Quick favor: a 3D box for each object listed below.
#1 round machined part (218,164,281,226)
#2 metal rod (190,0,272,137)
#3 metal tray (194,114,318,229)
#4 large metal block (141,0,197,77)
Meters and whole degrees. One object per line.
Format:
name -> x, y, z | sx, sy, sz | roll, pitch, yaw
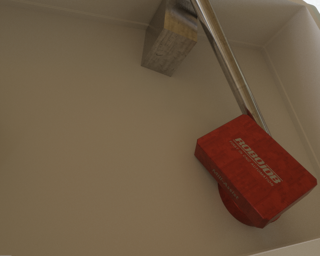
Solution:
round machined part -> 0.132, 0.079, 0.420 | 0.099, 0.042, 0.098 | 14, 56, -21
metal rod -> 0.112, -0.070, 0.452 | 0.025, 0.025, 0.299 | -31, 97, -38
metal tray -> 0.118, 0.049, 0.398 | 0.091, 0.030, 0.130 | -27, 58, -21
large metal block -> 0.014, -0.138, 0.464 | 0.050, 0.080, 0.080 | 18, 55, -19
